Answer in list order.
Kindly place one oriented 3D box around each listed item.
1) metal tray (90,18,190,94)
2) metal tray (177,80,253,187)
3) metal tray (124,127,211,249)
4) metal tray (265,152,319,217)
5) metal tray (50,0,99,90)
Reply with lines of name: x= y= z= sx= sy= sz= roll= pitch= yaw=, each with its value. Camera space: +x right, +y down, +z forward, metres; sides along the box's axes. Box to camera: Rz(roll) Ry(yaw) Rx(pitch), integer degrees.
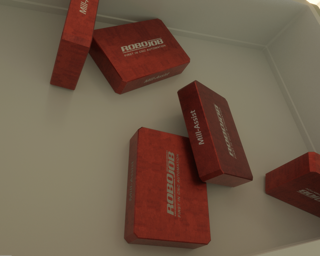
metal tray: x=-0.029 y=-0.109 z=0.453 sx=0.131 sy=0.030 sz=0.090 roll=-25 pitch=76 yaw=-37
metal tray: x=0.074 y=0.009 z=0.413 sx=0.090 sy=0.030 sz=0.130 roll=20 pitch=50 yaw=-48
metal tray: x=0.009 y=0.069 z=0.365 sx=0.091 sy=0.030 sz=0.130 roll=13 pitch=56 yaw=-21
metal tray: x=0.227 y=0.087 z=0.433 sx=0.131 sy=0.090 sz=0.030 roll=25 pitch=53 yaw=-13
metal tray: x=-0.103 y=-0.124 z=0.383 sx=0.030 sy=0.090 sz=0.130 roll=14 pitch=56 yaw=-21
